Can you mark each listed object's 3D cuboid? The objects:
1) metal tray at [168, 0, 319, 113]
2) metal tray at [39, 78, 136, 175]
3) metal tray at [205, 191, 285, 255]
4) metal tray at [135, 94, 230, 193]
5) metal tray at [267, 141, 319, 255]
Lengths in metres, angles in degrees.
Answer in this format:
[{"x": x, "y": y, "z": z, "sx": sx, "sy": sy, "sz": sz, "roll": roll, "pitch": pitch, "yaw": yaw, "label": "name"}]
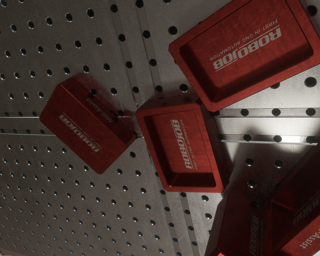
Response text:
[{"x": 0.084, "y": -0.081, "z": 0.312, "sx": 0.130, "sy": 0.030, "sz": 0.090, "roll": -26, "pitch": 105, "yaw": 36, "label": "metal tray"}, {"x": -0.110, "y": 0.000, "z": 0.464, "sx": 0.130, "sy": 0.030, "sz": 0.090, "roll": 43, "pitch": 129, "yaw": -3, "label": "metal tray"}, {"x": 0.107, "y": 0.139, "z": 0.370, "sx": 0.090, "sy": 0.131, "sz": 0.030, "roll": 33, "pitch": 114, "yaw": 6, "label": "metal tray"}, {"x": 0.031, "y": 0.024, "z": 0.404, "sx": 0.090, "sy": 0.030, "sz": 0.129, "roll": -6, "pitch": 116, "yaw": 30, "label": "metal tray"}, {"x": 0.161, "y": 0.077, "z": 0.329, "sx": 0.030, "sy": 0.090, "sz": 0.129, "roll": 25, "pitch": 128, "yaw": 2, "label": "metal tray"}]
